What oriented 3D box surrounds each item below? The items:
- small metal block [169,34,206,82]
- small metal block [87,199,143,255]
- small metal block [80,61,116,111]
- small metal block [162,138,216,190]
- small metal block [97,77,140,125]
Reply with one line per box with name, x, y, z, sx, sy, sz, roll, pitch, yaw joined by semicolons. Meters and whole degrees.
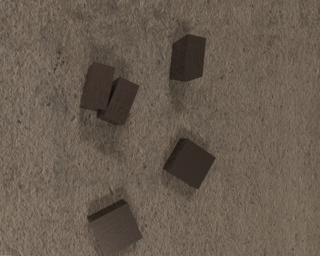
small metal block;0.036;-0.091;0.410;0.025;0.050;0.050;6;88;-20
small metal block;-0.057;0.125;0.389;0.050;0.025;0.050;-25;99;-19
small metal block;-0.075;-0.047;0.368;0.025;0.050;0.050;13;86;-20
small metal block;0.040;0.048;0.425;0.050;0.025;0.050;34;79;-17
small metal block;-0.052;-0.031;0.377;0.025;0.050;0.050;23;82;-19
